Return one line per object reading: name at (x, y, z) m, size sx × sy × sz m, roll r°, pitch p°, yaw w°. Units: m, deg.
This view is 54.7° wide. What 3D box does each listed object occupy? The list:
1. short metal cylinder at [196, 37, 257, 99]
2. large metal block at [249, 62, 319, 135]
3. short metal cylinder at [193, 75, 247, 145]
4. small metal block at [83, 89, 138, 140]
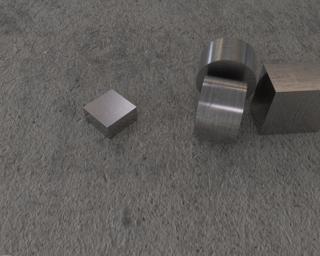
short metal cylinder at (0.094, -0.078, 0.434) m, size 0.080 × 0.080 × 0.050 m, roll 9°, pitch 51°, yaw 7°
large metal block at (0.170, -0.037, 0.400) m, size 0.081 × 0.080 × 0.050 m, roll -3°, pitch 50°, yaw -3°
short metal cylinder at (0.075, -0.023, 0.387) m, size 0.050 × 0.080 × 0.080 m, roll 12°, pitch 51°, yaw 9°
small metal block at (-0.067, -0.020, 0.419) m, size 0.050 × 0.025 × 0.050 m, roll 37°, pitch 59°, yaw 26°
